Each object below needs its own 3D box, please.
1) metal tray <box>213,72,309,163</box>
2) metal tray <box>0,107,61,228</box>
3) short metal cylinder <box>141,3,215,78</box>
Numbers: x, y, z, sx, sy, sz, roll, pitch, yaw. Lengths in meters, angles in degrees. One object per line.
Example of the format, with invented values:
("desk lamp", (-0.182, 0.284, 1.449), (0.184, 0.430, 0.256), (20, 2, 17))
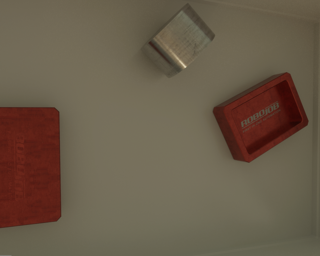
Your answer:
("metal tray", (0.154, -0.017, 0.466), (0.131, 0.030, 0.090), (-28, 100, -18))
("metal tray", (-0.161, 0.042, 0.349), (0.091, 0.030, 0.129), (-1, 91, -21))
("short metal cylinder", (0.022, -0.109, 0.390), (0.050, 0.080, 0.080), (45, 76, -15))
